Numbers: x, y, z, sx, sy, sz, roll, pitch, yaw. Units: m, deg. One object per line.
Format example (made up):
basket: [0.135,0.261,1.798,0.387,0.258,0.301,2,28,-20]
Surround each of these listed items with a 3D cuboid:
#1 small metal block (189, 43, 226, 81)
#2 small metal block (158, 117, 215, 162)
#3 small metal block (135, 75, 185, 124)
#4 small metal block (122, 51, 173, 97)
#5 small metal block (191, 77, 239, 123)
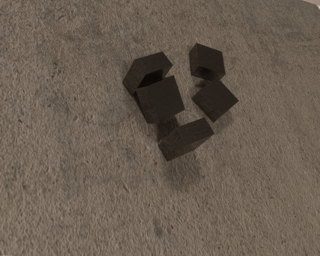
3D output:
small metal block: [0.078,-0.107,0.513,0.050,0.025,0.050,13,56,-22]
small metal block: [0.033,0.015,0.398,0.050,0.050,0.025,-19,72,-36]
small metal block: [0.001,-0.038,0.416,0.050,0.025,0.050,-29,106,-38]
small metal block: [-0.018,-0.074,0.425,0.050,0.050,0.025,-27,76,-37]
small metal block: [0.086,-0.044,0.479,0.050,0.025,0.050,49,51,6]
